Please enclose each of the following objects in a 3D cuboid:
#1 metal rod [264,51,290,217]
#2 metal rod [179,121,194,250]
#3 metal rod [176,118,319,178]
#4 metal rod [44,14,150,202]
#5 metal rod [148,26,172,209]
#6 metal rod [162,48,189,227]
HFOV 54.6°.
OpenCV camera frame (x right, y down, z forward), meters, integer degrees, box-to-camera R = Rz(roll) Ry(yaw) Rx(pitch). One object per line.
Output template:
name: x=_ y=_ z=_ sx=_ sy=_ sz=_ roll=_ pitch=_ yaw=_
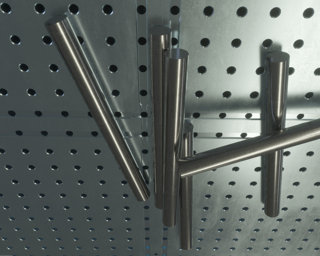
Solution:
metal rod: x=0.162 y=0.032 z=0.439 sx=0.025 sy=0.025 sz=0.299 roll=-9 pitch=130 yaw=8
metal rod: x=0.042 y=0.112 z=0.507 sx=0.025 sy=0.025 sz=0.298 roll=-3 pitch=130 yaw=2
metal rod: x=0.169 y=0.010 z=0.389 sx=0.301 sy=0.025 sz=0.025 roll=-16 pitch=129 yaw=1
metal rod: x=-0.067 y=-0.001 z=0.410 sx=0.025 sy=0.025 sz=0.299 roll=-12 pitch=129 yaw=10
metal rod: x=0.001 y=0.012 z=0.421 sx=0.025 sy=0.025 sz=0.298 roll=-1 pitch=130 yaw=0
metal rod: x=0.017 y=0.038 z=0.415 sx=0.025 sy=0.025 sz=0.298 roll=0 pitch=130 yaw=0
